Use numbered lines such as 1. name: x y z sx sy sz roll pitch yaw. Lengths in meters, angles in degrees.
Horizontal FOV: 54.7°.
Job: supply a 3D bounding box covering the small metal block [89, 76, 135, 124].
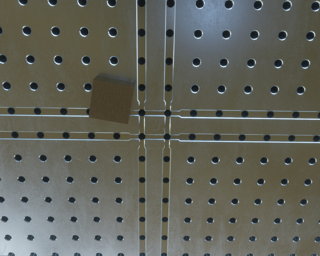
1. small metal block: -0.061 -0.036 0.399 0.050 0.025 0.050 10 110 -4
